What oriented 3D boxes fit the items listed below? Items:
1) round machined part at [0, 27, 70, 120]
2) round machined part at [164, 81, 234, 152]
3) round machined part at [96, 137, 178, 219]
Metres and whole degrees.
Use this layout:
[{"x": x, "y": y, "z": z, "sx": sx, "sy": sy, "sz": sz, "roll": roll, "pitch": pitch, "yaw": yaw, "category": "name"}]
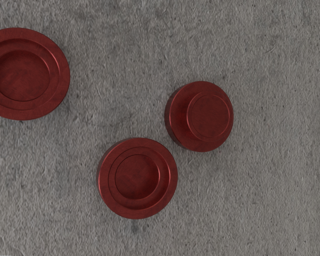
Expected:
[{"x": -0.152, "y": -0.057, "z": 0.344, "sx": 0.099, "sy": 0.042, "sz": 0.097, "roll": 0, "pitch": 90, "yaw": -20, "category": "round machined part"}, {"x": 0.059, "y": -0.015, "z": 0.422, "sx": 0.099, "sy": 0.042, "sz": 0.097, "roll": 0, "pitch": 90, "yaw": -20, "category": "round machined part"}, {"x": -0.031, "y": 0.060, "z": 0.389, "sx": 0.099, "sy": 0.042, "sz": 0.097, "roll": 0, "pitch": 90, "yaw": -20, "category": "round machined part"}]
